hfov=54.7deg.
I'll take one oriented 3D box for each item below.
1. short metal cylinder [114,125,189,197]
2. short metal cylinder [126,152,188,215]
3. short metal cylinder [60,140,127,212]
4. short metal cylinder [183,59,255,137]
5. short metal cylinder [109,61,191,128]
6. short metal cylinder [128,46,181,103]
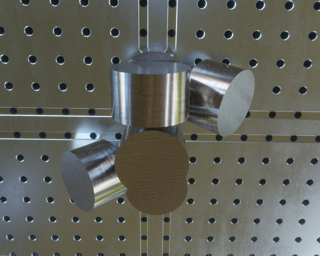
[{"bbox_3d":[-0.009,0.031,0.357,0.081,0.050,0.079,0,110,0],"label":"short metal cylinder"},{"bbox_3d":[-0.005,0.071,0.425,0.081,0.050,0.079,0,111,-1],"label":"short metal cylinder"},{"bbox_3d":[-0.085,0.060,0.399,0.050,0.080,0.079,-20,117,-40],"label":"short metal cylinder"},{"bbox_3d":[0.068,-0.036,0.364,0.050,0.081,0.079,25,114,34],"label":"short metal cylinder"},{"bbox_3d":[-0.010,-0.037,0.315,0.081,0.080,0.050,0,110,0],"label":"short metal cylinder"},{"bbox_3d":[-0.008,-0.056,0.379,0.081,0.050,0.079,0,111,0],"label":"short metal cylinder"}]
